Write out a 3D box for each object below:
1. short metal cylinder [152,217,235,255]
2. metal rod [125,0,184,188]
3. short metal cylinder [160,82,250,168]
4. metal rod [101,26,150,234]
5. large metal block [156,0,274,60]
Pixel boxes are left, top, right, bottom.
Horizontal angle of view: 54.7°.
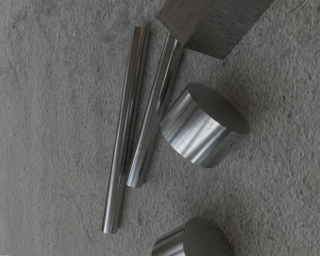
[{"bbox_3d":[0.038,0.145,0.338,0.050,0.081,0.080,-42,65,32],"label":"short metal cylinder"},{"bbox_3d":[0.005,-0.061,0.400,0.025,0.025,0.298,27,107,37],"label":"metal rod"},{"bbox_3d":[0.047,-0.004,0.330,0.080,0.081,0.050,52,121,27],"label":"short metal cylinder"},{"bbox_3d":[-0.051,0.009,0.446,0.025,0.025,0.298,16,100,39],"label":"metal rod"},{"bbox_3d":[0.057,-0.124,0.322,0.080,0.081,0.050,-50,61,28],"label":"large metal block"}]
